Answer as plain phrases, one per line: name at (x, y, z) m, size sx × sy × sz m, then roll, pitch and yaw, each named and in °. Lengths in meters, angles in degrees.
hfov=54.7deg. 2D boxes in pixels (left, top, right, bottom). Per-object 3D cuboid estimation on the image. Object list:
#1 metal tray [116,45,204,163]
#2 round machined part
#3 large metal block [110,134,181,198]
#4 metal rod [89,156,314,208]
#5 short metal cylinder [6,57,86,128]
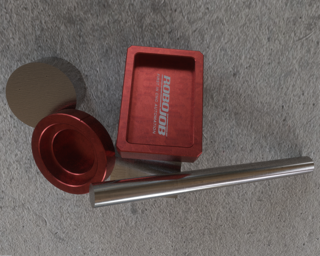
metal tray at (0.002, -0.029, 0.357) m, size 0.091 × 0.030 × 0.130 m, roll 4°, pitch 70°, yaw -2°
round machined part at (-0.096, 0.024, 0.362) m, size 0.098 × 0.042 × 0.097 m, roll 6°, pitch 110°, yaw 18°
large metal block at (-0.018, 0.044, 0.397) m, size 0.081 × 0.080 × 0.050 m, roll 4°, pitch 110°, yaw -2°
metal rod at (0.069, 0.059, 0.371) m, size 0.303 × 0.025 × 0.025 m, roll -3°, pitch 112°, yaw -25°
short metal cylinder at (-0.137, -0.044, 0.380) m, size 0.081 × 0.050 × 0.079 m, roll 0°, pitch 110°, yaw -1°
